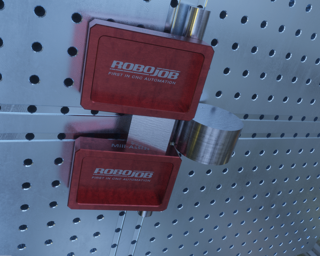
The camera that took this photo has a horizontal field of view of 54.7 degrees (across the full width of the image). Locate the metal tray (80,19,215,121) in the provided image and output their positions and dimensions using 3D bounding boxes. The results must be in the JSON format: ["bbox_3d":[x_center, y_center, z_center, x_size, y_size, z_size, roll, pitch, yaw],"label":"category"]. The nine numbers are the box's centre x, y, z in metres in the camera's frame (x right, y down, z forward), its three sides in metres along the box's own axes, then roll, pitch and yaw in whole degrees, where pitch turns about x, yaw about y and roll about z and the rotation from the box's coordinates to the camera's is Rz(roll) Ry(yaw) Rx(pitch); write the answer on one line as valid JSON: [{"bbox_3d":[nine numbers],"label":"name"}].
[{"bbox_3d":[-0.016,-0.060,0.340,0.131,0.030,0.089,6,116,-18],"label":"metal tray"}]

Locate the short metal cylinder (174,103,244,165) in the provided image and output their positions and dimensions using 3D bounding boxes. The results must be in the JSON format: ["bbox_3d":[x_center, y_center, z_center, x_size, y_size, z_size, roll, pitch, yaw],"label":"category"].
[{"bbox_3d":[0.063,0.006,0.410,0.081,0.080,0.050,0,119,-29],"label":"short metal cylinder"}]

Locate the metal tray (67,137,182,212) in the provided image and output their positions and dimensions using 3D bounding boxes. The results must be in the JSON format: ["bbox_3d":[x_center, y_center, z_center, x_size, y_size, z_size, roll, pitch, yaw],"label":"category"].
[{"bbox_3d":[-0.047,0.062,0.399,0.131,0.030,0.089,6,116,-18],"label":"metal tray"}]

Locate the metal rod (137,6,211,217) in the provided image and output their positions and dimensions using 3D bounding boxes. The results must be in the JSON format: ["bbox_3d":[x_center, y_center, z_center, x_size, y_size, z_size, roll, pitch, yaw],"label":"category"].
[{"bbox_3d":[0.011,-0.004,0.410,0.025,0.025,0.298,0,118,-29],"label":"metal rod"}]

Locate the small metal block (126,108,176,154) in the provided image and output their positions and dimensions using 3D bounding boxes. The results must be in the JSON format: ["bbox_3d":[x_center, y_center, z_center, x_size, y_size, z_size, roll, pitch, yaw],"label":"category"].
[{"bbox_3d":[-0.010,-0.001,0.386,0.050,0.025,0.050,15,114,-1],"label":"small metal block"}]
